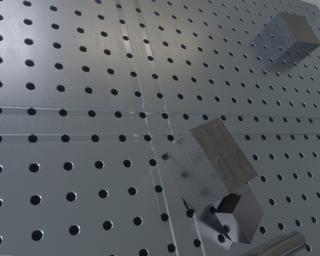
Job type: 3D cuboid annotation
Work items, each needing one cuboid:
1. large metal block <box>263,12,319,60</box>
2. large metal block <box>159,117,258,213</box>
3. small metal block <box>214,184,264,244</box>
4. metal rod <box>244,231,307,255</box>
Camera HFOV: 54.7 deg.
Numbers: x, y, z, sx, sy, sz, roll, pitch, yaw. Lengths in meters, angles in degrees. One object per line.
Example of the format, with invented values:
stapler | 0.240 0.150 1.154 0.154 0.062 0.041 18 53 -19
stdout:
large metal block | 0.283 -0.197 0.665 0.081 0.050 0.080 -4 64 -30
large metal block | 0.055 0.046 0.374 0.050 0.080 0.080 -21 73 -36
small metal block | 0.100 0.106 0.386 0.050 0.025 0.050 -46 112 -39
metal rod | 0.059 0.171 0.335 0.303 0.025 0.025 -9 67 -32
